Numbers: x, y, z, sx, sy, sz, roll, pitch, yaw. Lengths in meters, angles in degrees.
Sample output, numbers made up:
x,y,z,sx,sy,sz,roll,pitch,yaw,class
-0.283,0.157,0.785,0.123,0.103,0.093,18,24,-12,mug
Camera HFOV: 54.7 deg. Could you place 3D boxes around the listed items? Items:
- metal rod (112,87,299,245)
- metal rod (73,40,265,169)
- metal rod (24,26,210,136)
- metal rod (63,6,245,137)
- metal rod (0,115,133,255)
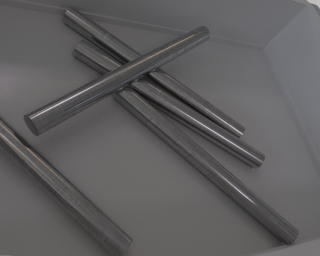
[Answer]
x,y,z,sx,sy,sz,roll,pitch,yaw,class
0.060,0.047,0.408,0.300,0.025,0.025,40,51,-1,metal rod
0.018,-0.029,0.432,0.301,0.025,0.025,31,52,-8,metal rod
-0.031,-0.075,0.401,0.302,0.025,0.025,-36,82,-35,metal rod
-0.005,-0.075,0.448,0.301,0.025,0.025,34,51,-6,metal rod
-0.146,0.020,0.314,0.300,0.025,0.025,43,51,1,metal rod
